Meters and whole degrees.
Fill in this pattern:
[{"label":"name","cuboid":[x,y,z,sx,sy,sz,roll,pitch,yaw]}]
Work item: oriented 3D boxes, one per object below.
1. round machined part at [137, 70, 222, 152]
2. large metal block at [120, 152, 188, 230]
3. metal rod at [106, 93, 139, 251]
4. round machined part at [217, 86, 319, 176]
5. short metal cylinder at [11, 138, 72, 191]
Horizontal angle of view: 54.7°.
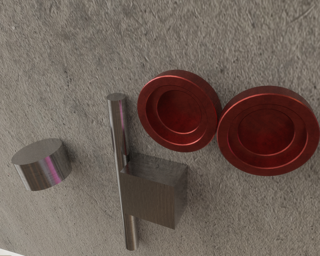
[{"label":"round machined part","cuboid":[0.026,-0.023,0.367,0.098,0.042,0.097,14,124,21]},{"label":"large metal block","cuboid":[-0.007,0.090,0.450,0.080,0.050,0.079,12,123,22]},{"label":"metal rod","cuboid":[-0.055,0.086,0.488,0.025,0.025,0.298,12,124,22]},{"label":"round machined part","cuboid":[0.112,0.000,0.329,0.098,0.042,0.097,6,121,11]},{"label":"short metal cylinder","cuboid":[-0.192,0.058,0.509,0.080,0.080,0.050,0,119,28]}]
